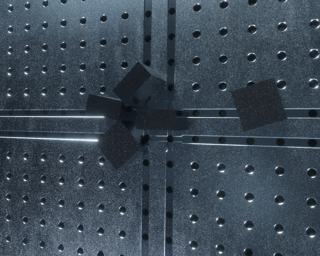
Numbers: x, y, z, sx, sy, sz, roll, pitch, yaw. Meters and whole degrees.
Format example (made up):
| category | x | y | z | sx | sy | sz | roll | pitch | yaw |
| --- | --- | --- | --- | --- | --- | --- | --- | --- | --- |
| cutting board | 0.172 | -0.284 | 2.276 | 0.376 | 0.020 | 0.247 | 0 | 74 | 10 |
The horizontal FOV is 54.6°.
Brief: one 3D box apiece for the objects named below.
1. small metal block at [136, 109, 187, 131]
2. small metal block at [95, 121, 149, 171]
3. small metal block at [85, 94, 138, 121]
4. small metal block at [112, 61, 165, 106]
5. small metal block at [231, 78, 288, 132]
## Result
| category | x | y | z | sx | sy | sz | roll | pitch | yaw |
| --- | --- | --- | --- | --- | --- | --- | --- | --- | --- |
| small metal block | 0.003 | -0.010 | 0.398 | 0.050 | 0.050 | 0.025 | 2 | 91 | 20 |
| small metal block | -0.053 | 0.023 | 0.432 | 0.050 | 0.025 | 0.050 | -43 | 77 | 15 |
| small metal block | -0.064 | -0.027 | 0.423 | 0.050 | 0.050 | 0.025 | 14 | 95 | 19 |
| small metal block | -0.027 | -0.056 | 0.409 | 0.050 | 0.050 | 0.025 | -46 | 76 | 14 |
| small metal block | 0.118 | -0.027 | 0.371 | 0.050 | 0.025 | 0.050 | -18 | 84 | 19 |
